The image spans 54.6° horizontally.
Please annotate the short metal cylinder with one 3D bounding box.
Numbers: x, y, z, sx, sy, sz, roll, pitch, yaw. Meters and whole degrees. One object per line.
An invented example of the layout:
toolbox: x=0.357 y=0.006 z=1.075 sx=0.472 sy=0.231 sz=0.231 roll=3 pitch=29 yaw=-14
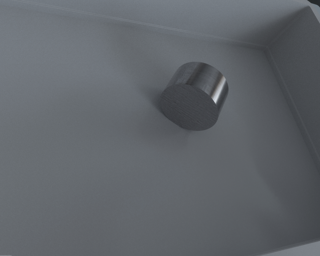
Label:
short metal cylinder: x=0.047 y=-0.042 z=0.421 sx=0.080 sy=0.080 sz=0.050 roll=34 pitch=51 yaw=-6
